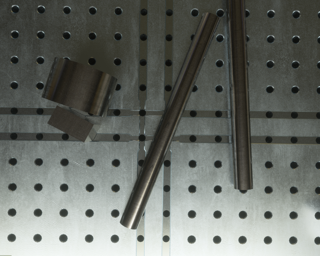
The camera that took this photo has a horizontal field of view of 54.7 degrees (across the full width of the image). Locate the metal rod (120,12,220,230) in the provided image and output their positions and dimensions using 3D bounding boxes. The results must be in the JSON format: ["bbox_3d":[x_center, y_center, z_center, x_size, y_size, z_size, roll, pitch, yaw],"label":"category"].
[{"bbox_3d":[0.014,-0.009,0.413,0.025,0.025,0.299,22,90,-1],"label":"metal rod"}]

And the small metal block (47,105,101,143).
[{"bbox_3d":[-0.108,-0.005,0.399,0.050,0.050,0.025,28,90,-1],"label":"small metal block"}]

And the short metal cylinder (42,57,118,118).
[{"bbox_3d":[-0.098,-0.049,0.385,0.080,0.080,0.050,18,90,-1],"label":"short metal cylinder"}]

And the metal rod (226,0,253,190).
[{"bbox_3d":[0.105,-0.068,0.414,0.025,0.025,0.298,-2,90,-1],"label":"metal rod"}]
